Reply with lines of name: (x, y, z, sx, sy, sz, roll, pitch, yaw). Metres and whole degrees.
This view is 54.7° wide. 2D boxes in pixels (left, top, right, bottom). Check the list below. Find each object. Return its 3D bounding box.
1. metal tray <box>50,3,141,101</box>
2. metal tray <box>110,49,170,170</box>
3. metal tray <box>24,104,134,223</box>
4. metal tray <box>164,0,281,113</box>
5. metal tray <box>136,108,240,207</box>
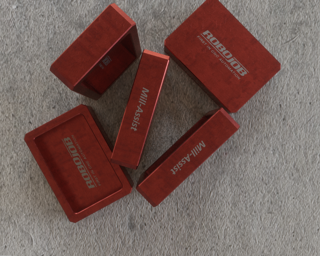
metal tray: (-0.065, -0.079, 0.358, 0.030, 0.130, 0.090, 44, 90, -1)
metal tray: (-0.022, -0.021, 0.378, 0.030, 0.090, 0.129, 17, 90, 0)
metal tray: (-0.104, 0.045, 0.407, 0.090, 0.030, 0.130, -29, 90, -1)
metal tray: (0.080, -0.094, 0.410, 0.090, 0.030, 0.130, -44, 91, 0)
metal tray: (0.030, 0.032, 0.379, 0.130, 0.090, 0.030, -43, 90, 0)
